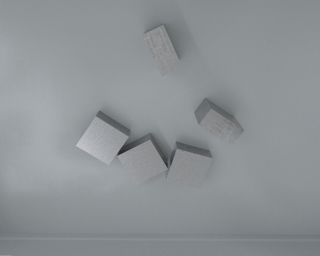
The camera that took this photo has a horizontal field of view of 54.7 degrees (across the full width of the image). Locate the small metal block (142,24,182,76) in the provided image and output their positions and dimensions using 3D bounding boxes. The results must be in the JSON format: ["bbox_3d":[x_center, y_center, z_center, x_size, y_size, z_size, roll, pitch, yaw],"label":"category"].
[{"bbox_3d":[0.003,-0.093,0.364,0.025,0.050,0.050,-24,109,8],"label":"small metal block"}]

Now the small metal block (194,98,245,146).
[{"bbox_3d":[0.074,-0.009,0.396,0.050,0.050,0.025,32,107,-11],"label":"small metal block"}]

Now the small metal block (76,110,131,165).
[{"bbox_3d":[-0.075,0.013,0.415,0.050,0.025,0.050,33,106,-12],"label":"small metal block"}]

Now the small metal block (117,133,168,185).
[{"bbox_3d":[-0.023,0.042,0.427,0.050,0.025,0.050,-27,108,9],"label":"small metal block"}]

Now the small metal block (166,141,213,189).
[{"bbox_3d":[0.039,0.052,0.431,0.050,0.025,0.050,15,109,-6],"label":"small metal block"}]
